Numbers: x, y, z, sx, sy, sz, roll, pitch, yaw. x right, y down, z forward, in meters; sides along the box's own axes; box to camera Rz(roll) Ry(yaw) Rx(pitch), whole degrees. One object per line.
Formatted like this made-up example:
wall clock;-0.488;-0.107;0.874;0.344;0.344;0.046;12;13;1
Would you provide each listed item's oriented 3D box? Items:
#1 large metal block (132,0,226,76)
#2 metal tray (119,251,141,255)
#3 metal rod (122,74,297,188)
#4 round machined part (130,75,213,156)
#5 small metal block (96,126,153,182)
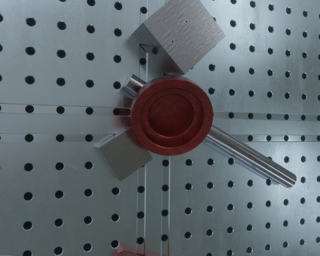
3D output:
large metal block;0.024;-0.123;0.409;0.080;0.050;0.080;-45;104;-15
metal tray;-0.030;0.237;0.400;0.091;0.030;0.130;23;82;-19
metal rod;0.082;0.012;0.444;0.301;0.025;0.025;30;80;-18
round machined part;0.012;-0.018;0.385;0.099;0.042;0.097;-3;112;-7
small metal block;-0.046;0.032;0.397;0.050;0.025;0.050;-34;101;-17
